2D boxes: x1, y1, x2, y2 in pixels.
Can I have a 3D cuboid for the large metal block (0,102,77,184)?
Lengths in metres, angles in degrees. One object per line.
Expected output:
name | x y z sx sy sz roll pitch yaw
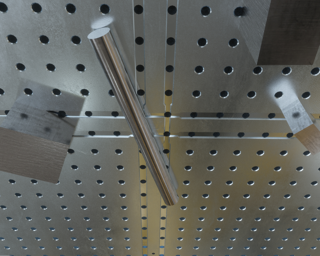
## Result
large metal block | -0.164 0.022 0.411 0.081 0.050 0.079 17 128 -15

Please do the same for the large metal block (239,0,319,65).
large metal block | 0.111 -0.112 0.282 0.050 0.080 0.079 0 130 0

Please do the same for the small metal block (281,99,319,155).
small metal block | 0.187 -0.001 0.397 0.025 0.050 0.050 -36 122 26

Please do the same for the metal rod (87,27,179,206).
metal rod | -0.023 0.009 0.418 0.025 0.025 0.299 -13 129 10
